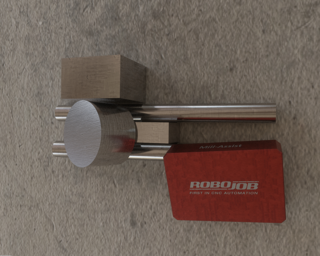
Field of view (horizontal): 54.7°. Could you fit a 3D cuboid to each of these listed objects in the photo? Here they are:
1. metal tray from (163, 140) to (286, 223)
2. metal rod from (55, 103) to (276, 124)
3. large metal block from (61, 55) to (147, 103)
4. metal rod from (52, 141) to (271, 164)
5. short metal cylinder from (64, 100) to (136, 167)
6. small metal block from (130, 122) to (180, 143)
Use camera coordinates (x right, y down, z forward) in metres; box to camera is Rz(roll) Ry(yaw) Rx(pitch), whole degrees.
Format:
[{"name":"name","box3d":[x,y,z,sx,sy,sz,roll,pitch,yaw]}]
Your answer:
[{"name":"metal tray","box3d":[0.076,0.064,0.365,0.130,0.030,0.089,-4,106,18]},{"name":"metal rod","box3d":[-0.006,-0.020,0.412,0.301,0.025,0.025,1,90,19]},{"name":"large metal block","box3d":[-0.070,-0.060,0.405,0.080,0.080,0.050,1,91,19]},{"name":"metal rod","box3d":[-0.011,0.031,0.413,0.301,0.025,0.025,0,90,19]},{"name":"short metal cylinder","box3d":[-0.076,0.007,0.385,0.080,0.050,0.080,-2,87,43]},{"name":"small metal block","box3d":[-0.005,0.005,0.397,0.050,0.050,0.025,1,91,19]}]
